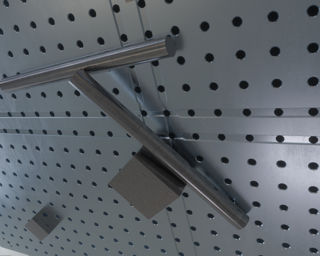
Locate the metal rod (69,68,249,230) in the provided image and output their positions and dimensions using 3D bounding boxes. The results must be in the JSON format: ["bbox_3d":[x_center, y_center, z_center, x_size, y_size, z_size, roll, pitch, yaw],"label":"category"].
[{"bbox_3d":[0.004,0.032,0.413,0.300,0.025,0.025,42,129,-7],"label":"metal rod"}]

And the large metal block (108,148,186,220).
[{"bbox_3d":[-0.015,0.074,0.449,0.080,0.050,0.080,42,129,-1],"label":"large metal block"}]

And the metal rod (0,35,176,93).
[{"bbox_3d":[-0.117,-0.080,0.423,0.300,0.025,0.025,-5,116,30],"label":"metal rod"}]

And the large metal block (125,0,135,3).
[{"bbox_3d":[-0.001,-0.173,0.289,0.080,0.050,0.080,-6,116,31],"label":"large metal block"}]

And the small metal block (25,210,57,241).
[{"bbox_3d":[-0.264,0.217,0.685,0.050,0.025,0.050,45,129,-4],"label":"small metal block"}]
